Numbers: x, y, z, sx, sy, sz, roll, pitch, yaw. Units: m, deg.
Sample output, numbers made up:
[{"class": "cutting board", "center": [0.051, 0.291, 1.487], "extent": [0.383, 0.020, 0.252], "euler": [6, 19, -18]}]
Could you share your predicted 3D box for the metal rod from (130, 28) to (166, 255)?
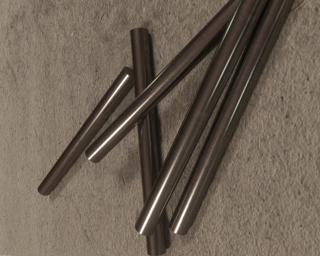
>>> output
[{"class": "metal rod", "center": [-0.016, 0.015, 0.416], "extent": [0.025, 0.025, 0.298], "euler": [-8, 85, 39]}]

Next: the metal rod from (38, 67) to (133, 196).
[{"class": "metal rod", "center": [-0.128, 0.019, 0.507], "extent": [0.299, 0.025, 0.025], "euler": [-48, 62, 29]}]

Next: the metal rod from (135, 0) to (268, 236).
[{"class": "metal rod", "center": [0.038, -0.004, 0.341], "extent": [0.025, 0.025, 0.298], "euler": [36, 111, 34]}]

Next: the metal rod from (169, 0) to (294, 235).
[{"class": "metal rod", "center": [0.074, -0.009, 0.342], "extent": [0.025, 0.025, 0.298], "euler": [32, 110, 35]}]

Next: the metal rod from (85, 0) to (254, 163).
[{"class": "metal rod", "center": [0.007, -0.056, 0.373], "extent": [0.299, 0.025, 0.025], "euler": [-43, 64, 23]}]
